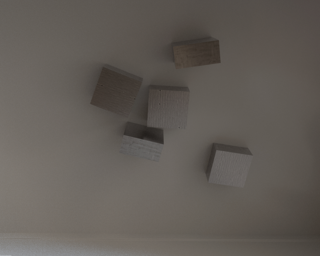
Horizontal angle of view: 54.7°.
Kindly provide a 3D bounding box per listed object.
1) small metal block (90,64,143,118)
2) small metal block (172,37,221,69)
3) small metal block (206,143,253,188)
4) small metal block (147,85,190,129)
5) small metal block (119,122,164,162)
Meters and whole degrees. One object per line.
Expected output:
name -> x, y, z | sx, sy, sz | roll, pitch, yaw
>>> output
small metal block -> -0.054, -0.047, 0.393 | 0.050, 0.025, 0.050 | 21, 109, -8
small metal block -> 0.041, -0.089, 0.365 | 0.050, 0.050, 0.025 | -8, 110, 3
small metal block -> 0.095, 0.052, 0.431 | 0.050, 0.025, 0.050 | 9, 110, -4
small metal block -> 0.010, -0.027, 0.401 | 0.050, 0.025, 0.050 | 4, 110, -2
small metal block -> -0.023, 0.017, 0.404 | 0.050, 0.050, 0.025 | 14, 110, -5
